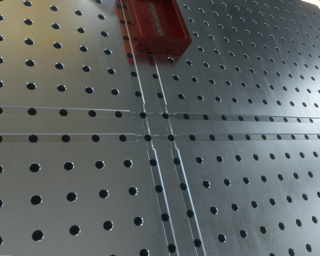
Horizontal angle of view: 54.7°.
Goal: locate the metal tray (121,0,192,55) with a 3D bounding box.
[{"bbox_3d":[-0.008,-0.184,0.511,0.091,0.030,0.130,-2,63,-29],"label":"metal tray"}]
